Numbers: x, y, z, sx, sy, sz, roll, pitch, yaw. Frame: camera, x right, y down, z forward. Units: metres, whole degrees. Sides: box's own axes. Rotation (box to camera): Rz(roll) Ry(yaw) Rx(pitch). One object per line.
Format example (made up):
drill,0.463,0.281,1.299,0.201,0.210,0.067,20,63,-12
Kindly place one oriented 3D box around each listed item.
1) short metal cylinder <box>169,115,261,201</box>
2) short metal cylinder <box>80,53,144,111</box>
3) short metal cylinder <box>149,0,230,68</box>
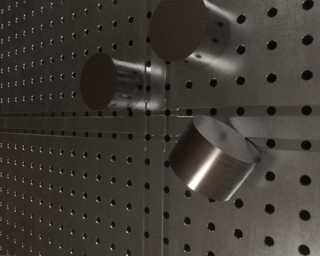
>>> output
short metal cylinder,0.056,0.030,0.326,0.080,0.081,0.050,45,117,30
short metal cylinder,-0.071,-0.064,0.449,0.080,0.050,0.079,0,90,39
short metal cylinder,0.034,-0.114,0.363,0.080,0.050,0.079,0,90,39
